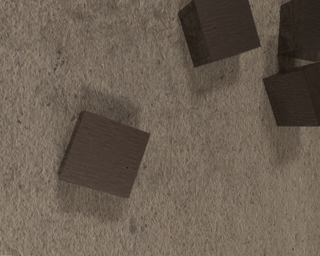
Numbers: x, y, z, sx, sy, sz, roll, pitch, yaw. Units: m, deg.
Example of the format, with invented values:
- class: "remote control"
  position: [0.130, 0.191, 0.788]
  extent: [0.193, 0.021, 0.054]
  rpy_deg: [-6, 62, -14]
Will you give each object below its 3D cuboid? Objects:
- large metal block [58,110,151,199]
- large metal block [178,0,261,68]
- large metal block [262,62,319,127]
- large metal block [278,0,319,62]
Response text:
- class: "large metal block"
  position: [-0.068, 0.031, 0.371]
  extent: [0.080, 0.050, 0.080]
  rpy_deg: [21, 83, -19]
- class: "large metal block"
  position: [0.081, -0.136, 0.427]
  extent: [0.081, 0.050, 0.080]
  rpy_deg: [-20, 97, -19]
- class: "large metal block"
  position: [0.210, -0.048, 0.459]
  extent: [0.050, 0.080, 0.080]
  rpy_deg: [-22, 98, -19]
- class: "large metal block"
  position: [0.237, -0.153, 0.485]
  extent: [0.081, 0.050, 0.080]
  rpy_deg: [4, 89, -20]
